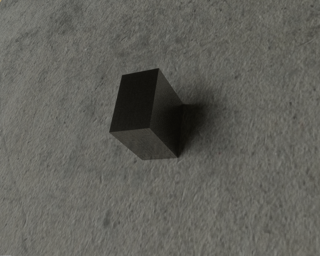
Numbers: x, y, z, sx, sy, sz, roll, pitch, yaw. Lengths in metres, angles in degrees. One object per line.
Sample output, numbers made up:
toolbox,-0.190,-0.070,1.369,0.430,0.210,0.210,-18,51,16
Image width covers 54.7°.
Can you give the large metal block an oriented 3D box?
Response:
large metal block,-0.012,-0.014,0.382,0.050,0.080,0.080,-6,59,25
